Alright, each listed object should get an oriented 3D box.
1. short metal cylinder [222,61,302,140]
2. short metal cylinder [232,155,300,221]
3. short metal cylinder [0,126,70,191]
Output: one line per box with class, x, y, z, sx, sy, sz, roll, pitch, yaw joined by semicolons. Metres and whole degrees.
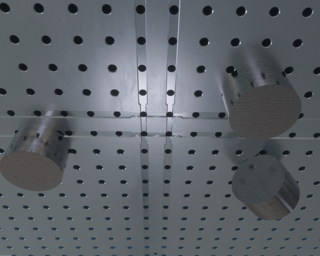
short metal cylinder;0.119;-0.032;0.369;0.081;0.050;0.079;0;130;0
short metal cylinder;0.153;0.086;0.450;0.080;0.080;0.050;-31;124;23
short metal cylinder;-0.171;0.043;0.430;0.081;0.050;0.079;0;130;0
